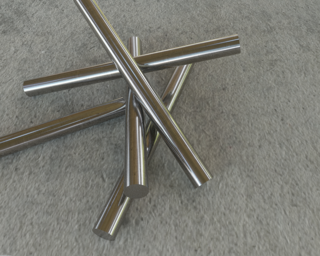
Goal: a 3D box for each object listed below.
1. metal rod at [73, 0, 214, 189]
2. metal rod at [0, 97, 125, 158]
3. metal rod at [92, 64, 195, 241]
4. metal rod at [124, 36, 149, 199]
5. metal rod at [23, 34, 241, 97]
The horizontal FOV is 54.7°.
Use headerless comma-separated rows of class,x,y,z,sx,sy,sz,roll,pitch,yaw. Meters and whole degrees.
metal rod,-0.029,-0.059,0.390,0.025,0.025,0.299,-27,75,-21
metal rod,-0.184,0.019,0.384,0.302,0.025,0.025,-20,53,-17
metal rod,-0.006,0.000,0.403,0.025,0.025,0.301,16,52,12
metal rod,-0.033,-0.040,0.415,0.025,0.025,0.300,-3,44,-3
metal rod,-0.045,-0.083,0.424,0.301,0.025,0.025,-10,49,10
